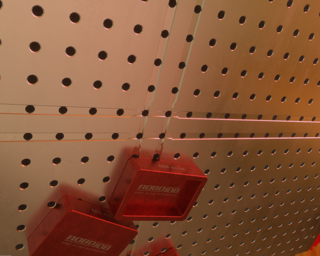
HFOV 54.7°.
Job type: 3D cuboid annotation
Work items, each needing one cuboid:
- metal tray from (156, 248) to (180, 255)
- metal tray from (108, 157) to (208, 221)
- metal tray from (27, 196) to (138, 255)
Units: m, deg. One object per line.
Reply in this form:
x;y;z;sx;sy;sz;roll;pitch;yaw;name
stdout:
-0.020;0.287;0.577;0.131;0.030;0.089;-20;126;-17;metal tray
-0.001;0.096;0.468;0.131;0.030;0.089;12;112;-34;metal tray
-0.108;0.157;0.448;0.130;0.030;0.090;34;99;-39;metal tray
